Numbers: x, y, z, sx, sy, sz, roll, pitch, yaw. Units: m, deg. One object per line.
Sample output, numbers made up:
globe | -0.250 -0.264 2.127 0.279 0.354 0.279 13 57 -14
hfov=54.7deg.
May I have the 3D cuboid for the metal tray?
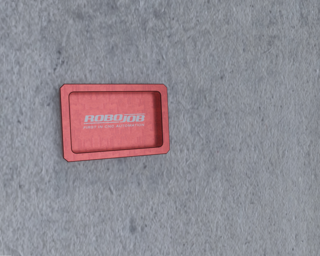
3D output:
metal tray | -0.055 -0.009 0.386 0.131 0.030 0.089 -3 91 -20
